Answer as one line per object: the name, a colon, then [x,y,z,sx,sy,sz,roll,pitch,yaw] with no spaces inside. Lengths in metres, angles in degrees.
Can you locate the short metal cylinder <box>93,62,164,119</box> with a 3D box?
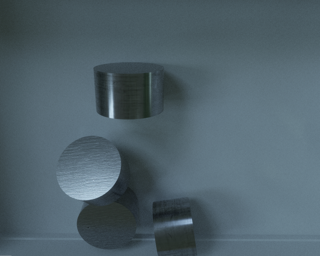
short metal cylinder: [-0.036,-0.046,0.364,0.081,0.080,0.050,0,110,-1]

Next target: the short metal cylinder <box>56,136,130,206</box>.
short metal cylinder: [-0.083,0.056,0.396,0.080,0.050,0.080,-3,68,7]

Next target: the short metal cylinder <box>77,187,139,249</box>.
short metal cylinder: [-0.072,0.124,0.443,0.081,0.050,0.079,0,110,-1]

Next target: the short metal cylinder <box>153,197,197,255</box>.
short metal cylinder: [0.021,0.141,0.434,0.050,0.080,0.079,-8,110,3]
